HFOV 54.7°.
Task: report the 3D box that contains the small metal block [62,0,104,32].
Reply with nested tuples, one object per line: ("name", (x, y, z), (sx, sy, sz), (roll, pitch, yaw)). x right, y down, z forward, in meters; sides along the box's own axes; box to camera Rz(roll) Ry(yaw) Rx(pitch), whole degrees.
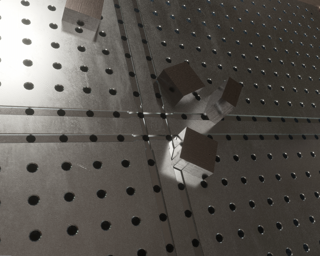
("small metal block", (-0.112, -0.175, 0.456), (0.050, 0.025, 0.050), (14, 56, -21))

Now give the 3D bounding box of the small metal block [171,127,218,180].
("small metal block", (0.047, 0.034, 0.415), (0.050, 0.025, 0.050), (26, 53, -13))

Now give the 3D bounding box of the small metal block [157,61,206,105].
("small metal block", (0.032, -0.069, 0.469), (0.050, 0.025, 0.050), (-27, 77, -37))

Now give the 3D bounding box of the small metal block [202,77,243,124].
("small metal block", (0.095, -0.042, 0.471), (0.025, 0.050, 0.050), (33, 51, -7))
